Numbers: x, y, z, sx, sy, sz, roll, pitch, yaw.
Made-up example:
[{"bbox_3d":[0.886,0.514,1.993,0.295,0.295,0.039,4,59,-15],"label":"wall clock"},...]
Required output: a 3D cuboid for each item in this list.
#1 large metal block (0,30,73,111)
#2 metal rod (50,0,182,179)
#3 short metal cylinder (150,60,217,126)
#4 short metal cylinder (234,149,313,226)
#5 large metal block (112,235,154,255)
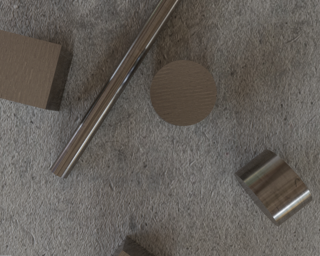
[{"bbox_3d":[-0.167,-0.071,0.396,0.080,0.050,0.080,14,90,0],"label":"large metal block"},{"bbox_3d":[-0.053,-0.066,0.409,0.025,0.025,0.299,33,90,0],"label":"metal rod"},{"bbox_3d":[0.028,-0.042,0.398,0.081,0.050,0.080,0,90,0],"label":"short metal cylinder"},{"bbox_3d":[0.138,0.073,0.384,0.050,0.080,0.080,-38,90,0],"label":"short metal cylinder"},{"bbox_3d":[-0.037,0.202,0.397,0.080,0.050,0.080,36,90,0],"label":"large metal block"}]
